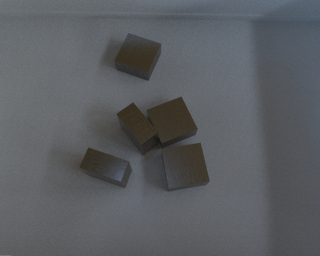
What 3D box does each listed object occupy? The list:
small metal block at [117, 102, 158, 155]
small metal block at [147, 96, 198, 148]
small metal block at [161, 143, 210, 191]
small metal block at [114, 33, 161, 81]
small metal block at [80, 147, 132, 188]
[{"bbox_3d":[-0.027,0.002,0.395,0.025,0.050,0.050,-37,75,-12],"label":"small metal block"},{"bbox_3d":[0.015,-0.007,0.412,0.050,0.025,0.050,-22,72,-8],"label":"small metal block"},{"bbox_3d":[0.031,0.050,0.392,0.050,0.025,0.050,-9,70,-4],"label":"small metal block"},{"bbox_3d":[-0.031,-0.103,0.447,0.050,0.025,0.050,20,71,7],"label":"small metal block"},{"bbox_3d":[-0.064,0.050,0.377,0.050,0.050,0.025,18,71,6],"label":"small metal block"}]
